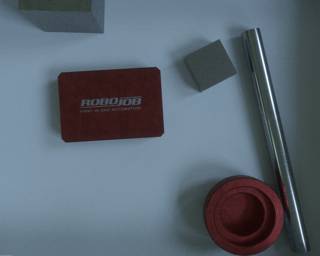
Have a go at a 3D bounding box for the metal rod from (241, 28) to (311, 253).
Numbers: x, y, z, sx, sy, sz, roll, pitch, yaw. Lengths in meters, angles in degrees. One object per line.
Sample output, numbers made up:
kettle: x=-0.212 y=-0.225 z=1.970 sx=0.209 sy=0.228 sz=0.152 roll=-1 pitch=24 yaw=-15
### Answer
metal rod: x=0.154 y=0.017 z=0.413 sx=0.025 sy=0.025 sz=0.298 roll=-13 pitch=90 yaw=0

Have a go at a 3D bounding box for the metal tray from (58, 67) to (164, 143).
metal tray: x=-0.062 y=-0.030 z=0.408 sx=0.131 sy=0.030 sz=0.089 roll=-4 pitch=90 yaw=-1

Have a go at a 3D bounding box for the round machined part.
round machined part: x=0.105 y=0.110 z=0.404 sx=0.099 sy=0.042 sz=0.097 roll=0 pitch=90 yaw=-1

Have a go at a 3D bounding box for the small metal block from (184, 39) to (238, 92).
small metal block: x=0.066 y=-0.082 z=0.412 sx=0.050 sy=0.025 sz=0.050 roll=-28 pitch=90 yaw=-1

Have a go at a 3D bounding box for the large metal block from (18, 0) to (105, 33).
large metal block: x=-0.116 y=-0.155 z=0.382 sx=0.081 sy=0.080 sz=0.050 roll=1 pitch=90 yaw=-1
